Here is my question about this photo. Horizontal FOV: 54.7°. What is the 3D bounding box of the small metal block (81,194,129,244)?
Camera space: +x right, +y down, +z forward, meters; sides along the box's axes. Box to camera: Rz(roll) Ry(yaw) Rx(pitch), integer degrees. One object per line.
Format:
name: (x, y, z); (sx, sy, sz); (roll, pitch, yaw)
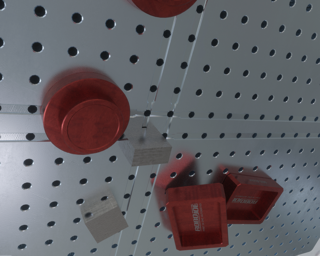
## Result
small metal block: (-0.080, 0.132, 0.449); (0.050, 0.025, 0.050); (-26, 128, -13)

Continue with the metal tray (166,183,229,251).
metal tray: (0.063, 0.150, 0.511); (0.090, 0.030, 0.129); (-7, 126, 6)

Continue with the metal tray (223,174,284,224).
metal tray: (0.161, 0.136, 0.579); (0.131, 0.030, 0.089); (12, 112, -34)

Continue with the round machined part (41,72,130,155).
round machined part: (-0.080, -0.010, 0.350); (0.099, 0.042, 0.097); (-14, 124, -21)

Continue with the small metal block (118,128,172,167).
small metal block: (-0.020, 0.023, 0.398); (0.050, 0.050, 0.025); (-2, 119, -28)

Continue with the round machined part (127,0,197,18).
round machined part: (0.008, -0.159, 0.306); (0.099, 0.042, 0.097); (-14, 124, -21)
